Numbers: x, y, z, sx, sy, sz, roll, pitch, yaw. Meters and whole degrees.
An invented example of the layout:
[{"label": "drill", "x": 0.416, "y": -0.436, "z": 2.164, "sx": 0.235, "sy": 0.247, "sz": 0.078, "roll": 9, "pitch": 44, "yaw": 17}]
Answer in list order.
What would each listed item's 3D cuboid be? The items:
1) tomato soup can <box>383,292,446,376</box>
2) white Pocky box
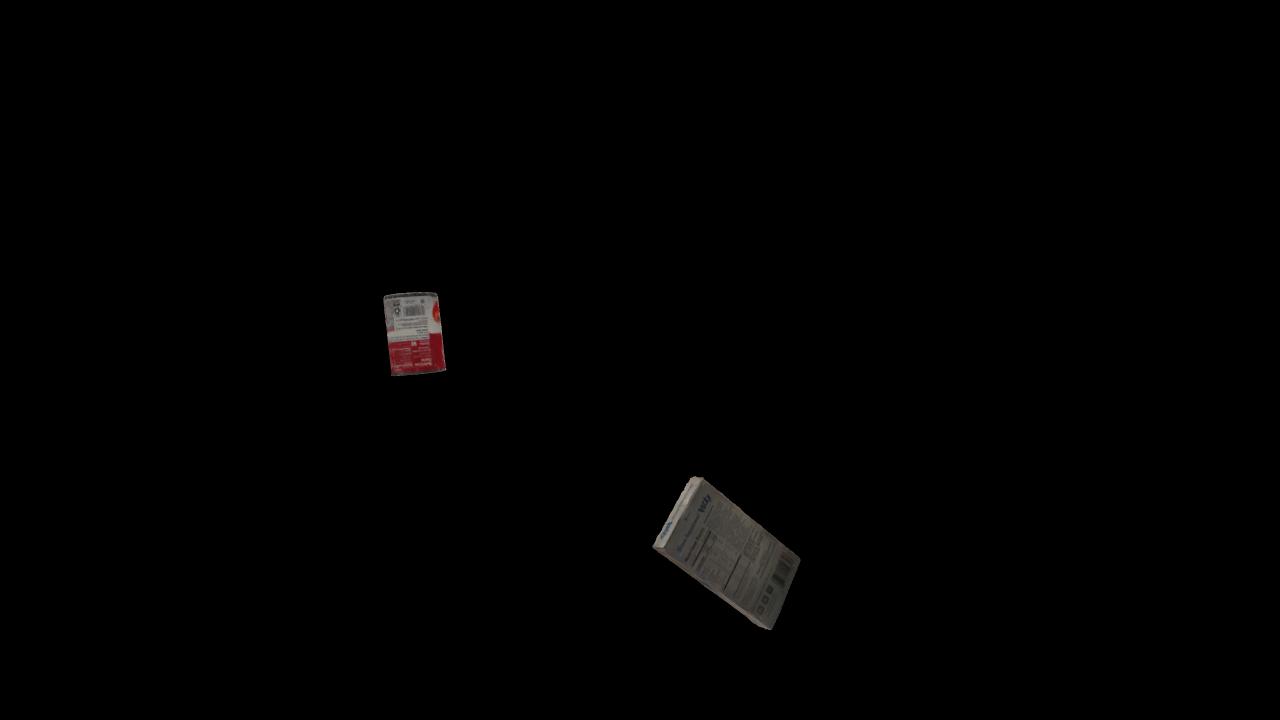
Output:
[{"label": "tomato soup can", "x": -0.287, "y": -0.033, "z": 0.783, "sx": 0.068, "sy": 0.101, "sz": 0.068, "roll": -6, "pitch": 3, "yaw": 0}, {"label": "white Pocky box", "x": 0.092, "y": 0.197, "z": 0.624, "sx": 0.154, "sy": 0.084, "sz": 0.028, "roll": 41, "pitch": -26, "yaw": -16}]
